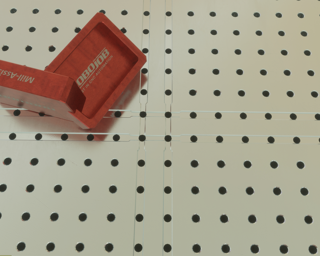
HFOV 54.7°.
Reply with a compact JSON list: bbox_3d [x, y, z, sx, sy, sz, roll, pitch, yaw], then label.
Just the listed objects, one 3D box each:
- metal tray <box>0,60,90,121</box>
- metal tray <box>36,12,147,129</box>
[{"bbox_3d":[-0.164,-0.047,0.391,0.131,0.090,0.030,14,75,5],"label":"metal tray"},{"bbox_3d":[-0.089,-0.074,0.408,0.090,0.030,0.130,42,69,-22],"label":"metal tray"}]
